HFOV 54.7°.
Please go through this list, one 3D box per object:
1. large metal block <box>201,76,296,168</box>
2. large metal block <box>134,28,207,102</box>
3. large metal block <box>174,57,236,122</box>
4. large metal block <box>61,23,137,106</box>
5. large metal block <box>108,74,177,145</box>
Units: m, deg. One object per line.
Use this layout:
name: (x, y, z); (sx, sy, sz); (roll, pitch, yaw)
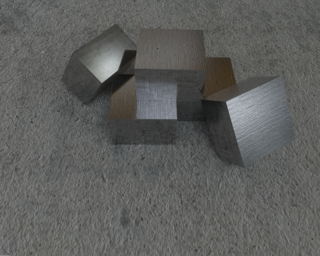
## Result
large metal block: (0.106, -0.010, 0.370); (0.081, 0.080, 0.050); (-25, 17, -20)
large metal block: (0.013, -0.080, 0.388); (0.081, 0.050, 0.080); (2, 50, 1)
large metal block: (0.060, -0.055, 0.436); (0.081, 0.050, 0.080); (0, 50, 0)
large metal block: (-0.083, -0.086, 0.431); (0.050, 0.080, 0.080); (47, 58, -6)
large metal block: (-0.020, -0.025, 0.407); (0.081, 0.050, 0.080); (0, 50, 0)
